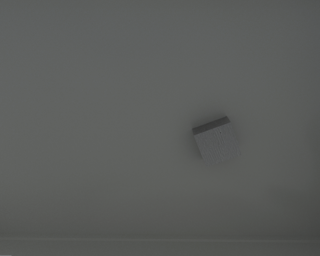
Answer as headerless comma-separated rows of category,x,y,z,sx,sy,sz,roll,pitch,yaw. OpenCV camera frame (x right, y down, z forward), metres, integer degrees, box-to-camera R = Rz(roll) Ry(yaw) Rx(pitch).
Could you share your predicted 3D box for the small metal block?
small metal block,0.076,0.018,0.419,0.050,0.025,0.050,-20,109,7
